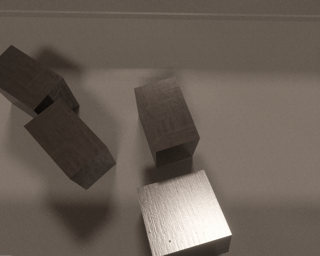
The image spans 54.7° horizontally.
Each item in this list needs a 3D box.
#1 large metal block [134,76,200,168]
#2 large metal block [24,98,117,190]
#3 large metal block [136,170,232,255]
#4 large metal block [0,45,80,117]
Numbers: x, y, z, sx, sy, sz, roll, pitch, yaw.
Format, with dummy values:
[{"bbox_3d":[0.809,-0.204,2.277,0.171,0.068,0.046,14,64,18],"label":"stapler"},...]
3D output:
[{"bbox_3d":[0.007,-0.004,0.382,0.050,0.080,0.080,-17,71,-6],"label":"large metal block"},{"bbox_3d":[-0.103,0.022,0.371,0.050,0.080,0.080,-42,76,-14],"label":"large metal block"},{"bbox_3d":[0.024,0.103,0.345,0.081,0.050,0.080,-14,49,-6],"label":"large metal block"},{"bbox_3d":[-0.160,-0.047,0.395,0.080,0.080,0.050,32,73,10],"label":"large metal block"}]
